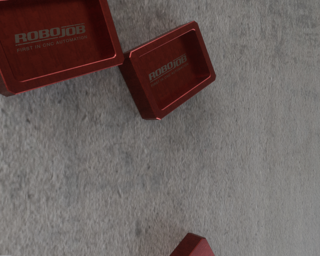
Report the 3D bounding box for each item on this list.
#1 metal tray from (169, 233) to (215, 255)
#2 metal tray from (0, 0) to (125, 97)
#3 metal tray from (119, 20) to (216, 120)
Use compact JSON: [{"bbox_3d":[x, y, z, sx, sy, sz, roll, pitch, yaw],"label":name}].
[{"bbox_3d":[0.052,0.231,0.448,0.090,0.030,0.129,-41,115,-33],"label":"metal tray"},{"bbox_3d":[-0.107,-0.093,0.312,0.131,0.030,0.089,-26,107,-37],"label":"metal tray"},{"bbox_3d":[0.014,-0.079,0.415,0.131,0.030,0.090,-37,113,-34],"label":"metal tray"}]
